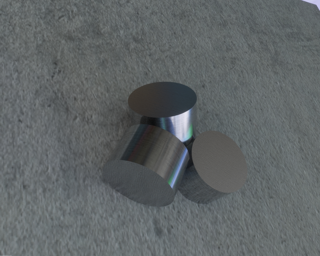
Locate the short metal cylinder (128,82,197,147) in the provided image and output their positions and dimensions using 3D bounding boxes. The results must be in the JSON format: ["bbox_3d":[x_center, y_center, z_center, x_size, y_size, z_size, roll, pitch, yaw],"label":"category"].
[{"bbox_3d":[0.004,-0.015,0.377,0.080,0.050,0.080,-2,37,2],"label":"short metal cylinder"}]

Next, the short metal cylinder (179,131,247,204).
[{"bbox_3d":[0.062,0.050,0.391,0.081,0.050,0.080,14,57,-22],"label":"short metal cylinder"}]

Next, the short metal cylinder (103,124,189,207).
[{"bbox_3d":[-0.014,0.042,0.337,0.080,0.080,0.050,33,51,-8],"label":"short metal cylinder"}]
